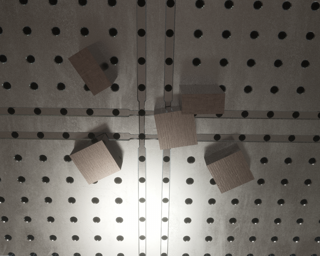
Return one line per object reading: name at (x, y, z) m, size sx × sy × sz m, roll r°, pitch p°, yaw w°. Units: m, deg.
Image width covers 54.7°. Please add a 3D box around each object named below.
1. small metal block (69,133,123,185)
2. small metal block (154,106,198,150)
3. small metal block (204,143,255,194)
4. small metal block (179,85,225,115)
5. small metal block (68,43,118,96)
small metal block at (-0.087, 0.043, 0.428) m, size 0.050 × 0.025 × 0.050 m, roll -26°, pitch 108°, yaw 8°
small metal block at (0.021, -0.002, 0.413) m, size 0.050 × 0.025 × 0.050 m, roll -9°, pitch 110°, yaw 3°
small metal block at (0.097, 0.057, 0.436) m, size 0.050 × 0.025 × 0.050 m, roll -26°, pitch 108°, yaw 9°
small metal block at (0.051, -0.037, 0.387) m, size 0.050 × 0.050 × 0.025 m, roll -1°, pitch 110°, yaw 0°
small metal block at (-0.079, -0.072, 0.373) m, size 0.025 × 0.050 × 0.050 m, roll -30°, pitch 108°, yaw 10°
